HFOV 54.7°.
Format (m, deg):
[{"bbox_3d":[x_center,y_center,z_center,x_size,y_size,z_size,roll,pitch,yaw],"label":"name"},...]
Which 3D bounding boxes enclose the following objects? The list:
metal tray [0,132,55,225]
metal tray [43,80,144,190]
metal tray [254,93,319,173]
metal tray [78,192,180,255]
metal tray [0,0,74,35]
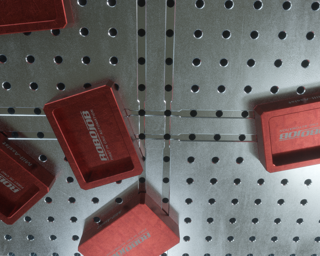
[{"bbox_3d":[-0.227,0.064,0.431,0.090,0.030,0.130,-41,106,13],"label":"metal tray"},{"bbox_3d":[-0.084,0.012,0.413,0.090,0.030,0.129,-17,110,5],"label":"metal tray"},{"bbox_3d":[0.199,0.004,0.414,0.131,0.030,0.089,-11,110,3],"label":"metal tray"},{"bbox_3d":[-0.047,0.169,0.472,0.130,0.030,0.090,-38,106,12],"label":"metal tray"},{"bbox_3d":[-0.174,-0.154,0.351,0.131,0.030,0.089,-5,110,1],"label":"metal tray"}]
